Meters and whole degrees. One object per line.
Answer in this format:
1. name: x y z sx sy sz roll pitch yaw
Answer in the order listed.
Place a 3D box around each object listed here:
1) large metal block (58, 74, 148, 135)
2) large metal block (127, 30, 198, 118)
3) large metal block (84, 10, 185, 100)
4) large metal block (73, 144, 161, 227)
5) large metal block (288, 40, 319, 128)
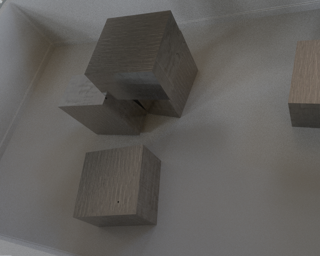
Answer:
1. large metal block: -0.074 -0.031 0.422 0.080 0.080 0.050 0 62 34
2. large metal block: 0.005 -0.070 0.408 0.050 0.080 0.080 10 67 29
3. large metal block: -0.025 -0.079 0.346 0.080 0.050 0.080 3 63 26
4. large metal block: -0.048 0.071 0.370 0.080 0.050 0.080 -9 58 23
5. large metal block: 0.183 -0.045 0.321 0.080 0.050 0.080 4 64 30
